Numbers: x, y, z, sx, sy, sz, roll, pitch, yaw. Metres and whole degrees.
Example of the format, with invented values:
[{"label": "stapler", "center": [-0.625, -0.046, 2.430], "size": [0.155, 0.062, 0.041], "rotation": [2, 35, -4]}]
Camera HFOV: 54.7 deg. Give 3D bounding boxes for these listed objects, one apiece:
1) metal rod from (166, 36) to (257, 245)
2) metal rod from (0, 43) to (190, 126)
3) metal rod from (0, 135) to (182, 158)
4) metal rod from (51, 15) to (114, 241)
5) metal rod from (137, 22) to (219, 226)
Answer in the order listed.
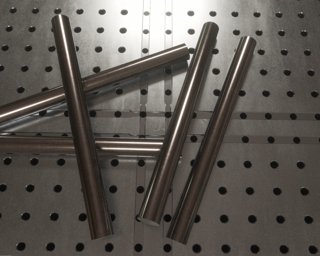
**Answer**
[{"label": "metal rod", "center": [0.075, 0.002, 0.411], "size": [0.025, 0.025, 0.300], "rotation": [21, 71, 7]}, {"label": "metal rod", "center": [-0.101, -0.059, 0.431], "size": [0.302, 0.025, 0.025], "rotation": [-21, 72, -8]}, {"label": "metal rod", "center": [-0.123, 0.023, 0.401], "size": [0.302, 0.025, 0.025], "rotation": [1, 70, 0]}, {"label": "metal rod", "center": [-0.101, -0.016, 0.388], "size": [0.025, 0.025, 0.299], "rotation": [-14, 71, -5]}, {"label": "metal rod", "center": [0.032, -0.025, 0.400], "size": [0.025, 0.025, 0.300], "rotation": [17, 63, 6]}]
